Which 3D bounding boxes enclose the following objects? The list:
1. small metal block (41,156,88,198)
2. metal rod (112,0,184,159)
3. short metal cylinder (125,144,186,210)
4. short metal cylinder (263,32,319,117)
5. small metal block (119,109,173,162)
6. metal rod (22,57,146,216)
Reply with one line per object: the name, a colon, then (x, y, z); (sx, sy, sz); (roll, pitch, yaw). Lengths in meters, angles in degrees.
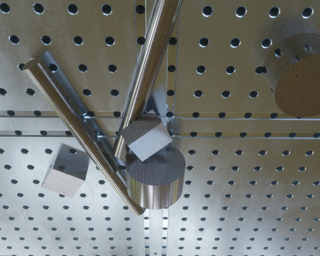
small metal block: (-0.146, 0.076, 0.475); (0.050, 0.025, 0.050); (26, 125, -21)
metal rod: (-0.011, -0.074, 0.348); (0.025, 0.025, 0.298); (13, 129, -11)
short metal cylinder: (-0.007, 0.065, 0.431); (0.081, 0.080, 0.050); (1, 130, -1)
short metal cylinder: (0.162, -0.059, 0.347); (0.081, 0.050, 0.079); (0, 130, 0)
small metal block: (-0.017, 0.011, 0.399); (0.050, 0.025, 0.050); (-35, 146, -2)
metal rod: (-0.089, 0.033, 0.438); (0.025, 0.025, 0.299); (-17, 129, 13)
